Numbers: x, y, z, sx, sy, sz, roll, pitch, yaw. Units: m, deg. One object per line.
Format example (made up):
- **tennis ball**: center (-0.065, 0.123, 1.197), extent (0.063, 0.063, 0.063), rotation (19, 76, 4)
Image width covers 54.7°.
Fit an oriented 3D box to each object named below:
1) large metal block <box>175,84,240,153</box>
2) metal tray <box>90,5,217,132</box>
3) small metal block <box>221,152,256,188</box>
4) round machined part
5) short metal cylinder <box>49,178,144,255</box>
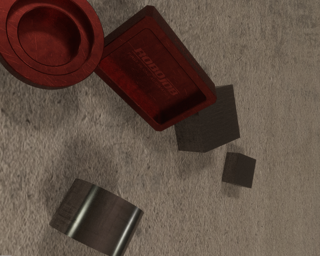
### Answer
- **large metal block**: center (0.066, -0.015, 0.446), extent (0.081, 0.050, 0.079), rotation (-17, 101, -39)
- **metal tray**: center (-0.006, -0.061, 0.358), extent (0.130, 0.090, 0.030), rotation (45, 30, -31)
- **small metal block**: center (0.133, 0.071, 0.520), extent (0.050, 0.025, 0.050), rotation (21, 77, -38)
- **round machined part**: center (-0.108, -0.085, 0.298), extent (0.099, 0.042, 0.097), rotation (1, 88, -32)
- **short metal cylinder**: center (-0.064, 0.093, 0.317), extent (0.080, 0.080, 0.050), rotation (41, 65, -33)
